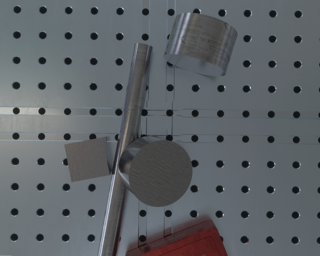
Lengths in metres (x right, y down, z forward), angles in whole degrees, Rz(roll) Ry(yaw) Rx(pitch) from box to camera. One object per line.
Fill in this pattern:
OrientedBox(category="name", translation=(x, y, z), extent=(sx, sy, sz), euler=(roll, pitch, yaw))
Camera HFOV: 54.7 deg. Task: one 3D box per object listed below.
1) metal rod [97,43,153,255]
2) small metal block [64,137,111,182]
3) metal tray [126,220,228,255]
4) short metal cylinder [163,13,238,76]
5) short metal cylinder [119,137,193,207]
OrientedBox(category="metal rod", translation=(-0.047, 0.038, 0.412), extent=(0.025, 0.025, 0.298), euler=(10, 90, 0))
OrientedBox(category="small metal block", translation=(-0.094, 0.041, 0.413), extent=(0.050, 0.025, 0.050), euler=(-11, 90, 0))
OrientedBox(category="metal tray", translation=(0.027, 0.190, 0.411), extent=(0.131, 0.030, 0.090), euler=(-21, 90, 0))
OrientedBox(category="short metal cylinder", translation=(0.050, -0.101, 0.386), extent=(0.080, 0.080, 0.050), euler=(17, 90, 0))
OrientedBox(category="short metal cylinder", translation=(-0.007, 0.052, 0.388), extent=(0.081, 0.050, 0.079), euler=(-2, 94, -21))
